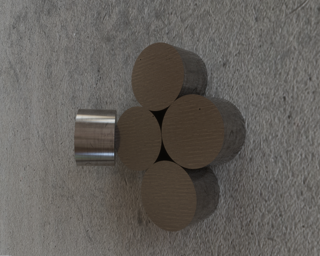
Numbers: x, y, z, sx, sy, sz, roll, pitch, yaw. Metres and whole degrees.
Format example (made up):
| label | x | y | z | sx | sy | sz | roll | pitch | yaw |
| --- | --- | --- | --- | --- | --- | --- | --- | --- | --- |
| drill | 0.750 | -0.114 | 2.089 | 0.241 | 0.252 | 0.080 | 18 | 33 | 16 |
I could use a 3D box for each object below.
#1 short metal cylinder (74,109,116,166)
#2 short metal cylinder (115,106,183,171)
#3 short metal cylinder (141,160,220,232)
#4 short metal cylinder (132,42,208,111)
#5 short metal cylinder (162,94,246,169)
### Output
| label | x | y | z | sx | sy | sz | roll | pitch | yaw |
| --- | --- | --- | --- | --- | --- | --- | --- | --- | --- |
| short metal cylinder | -0.088 | 0.014 | 0.436 | 0.080 | 0.050 | 0.080 | -177 | 88 | -84 |
| short metal cylinder | -0.013 | 0.013 | 0.401 | 0.080 | 0.050 | 0.080 | 0 | 90 | 40 |
| short metal cylinder | 0.024 | 0.077 | 0.371 | 0.080 | 0.050 | 0.080 | 0 | 90 | 40 |
| short metal cylinder | 0.011 | -0.060 | 0.381 | 0.080 | 0.050 | 0.080 | 0 | 90 | 40 |
| short metal cylinder | 0.049 | 0.004 | 0.350 | 0.080 | 0.050 | 0.080 | 0 | 90 | 40 |
